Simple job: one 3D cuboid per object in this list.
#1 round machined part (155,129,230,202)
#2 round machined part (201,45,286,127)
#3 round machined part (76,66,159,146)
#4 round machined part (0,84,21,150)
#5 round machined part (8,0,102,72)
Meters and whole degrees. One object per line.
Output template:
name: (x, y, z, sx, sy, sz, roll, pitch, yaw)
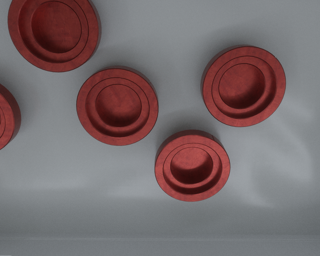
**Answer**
round machined part: (0.042, 0.047, 0.420, 0.099, 0.042, 0.097, 0, 110, -1)
round machined part: (0.099, -0.054, 0.384, 0.099, 0.042, 0.097, 0, 110, -1)
round machined part: (-0.051, -0.030, 0.390, 0.099, 0.042, 0.097, 0, 110, -1)
round machined part: (-0.226, -0.019, 0.392, 0.099, 0.042, 0.097, 0, 110, -1)
round machined part: (-0.117, -0.117, 0.358, 0.099, 0.042, 0.097, 0, 110, -1)
